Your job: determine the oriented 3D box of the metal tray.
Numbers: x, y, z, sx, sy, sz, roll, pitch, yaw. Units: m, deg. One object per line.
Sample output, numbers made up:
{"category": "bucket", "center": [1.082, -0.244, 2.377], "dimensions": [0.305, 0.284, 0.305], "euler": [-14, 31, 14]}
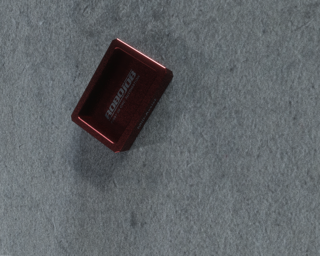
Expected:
{"category": "metal tray", "center": [-0.053, -0.043, 0.423], "dimensions": [0.090, 0.030, 0.129], "euler": [35, 101, 16]}
